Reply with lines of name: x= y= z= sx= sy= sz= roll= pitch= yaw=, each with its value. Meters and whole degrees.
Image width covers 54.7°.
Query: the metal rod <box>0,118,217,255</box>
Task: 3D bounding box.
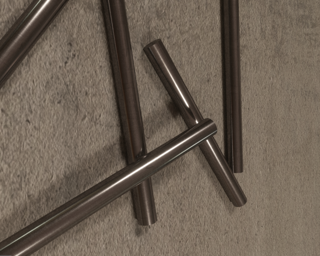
metal rod: x=-0.049 y=0.064 z=0.339 sx=0.302 sy=0.025 sz=0.025 roll=-30 pitch=109 yaw=-28

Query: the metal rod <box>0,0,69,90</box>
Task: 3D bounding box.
metal rod: x=-0.109 y=-0.129 z=0.313 sx=0.025 sy=0.025 sz=0.300 roll=41 pitch=65 yaw=-33

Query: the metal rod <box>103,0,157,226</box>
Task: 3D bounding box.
metal rod: x=-0.037 y=-0.028 z=0.375 sx=0.025 sy=0.025 sz=0.298 roll=-14 pitch=99 yaw=-39

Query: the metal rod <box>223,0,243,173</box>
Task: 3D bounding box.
metal rod: x=0.120 y=-0.076 z=0.507 sx=0.025 sy=0.025 sz=0.298 roll=-4 pitch=93 yaw=-40

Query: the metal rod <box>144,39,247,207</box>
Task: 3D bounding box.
metal rod: x=0.062 y=0.007 z=0.459 sx=0.025 sy=0.025 sz=0.299 roll=-47 pitch=118 yaw=-30
